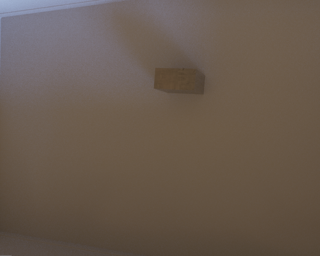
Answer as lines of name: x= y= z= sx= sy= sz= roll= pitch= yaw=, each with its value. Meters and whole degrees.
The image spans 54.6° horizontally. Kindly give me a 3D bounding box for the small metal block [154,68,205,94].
small metal block: x=0.026 y=-0.058 z=0.388 sx=0.050 sy=0.050 sz=0.025 roll=5 pitch=92 yaw=20
